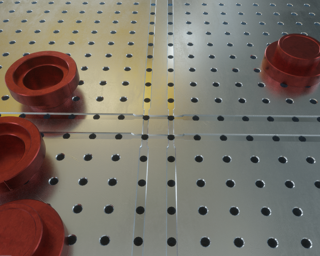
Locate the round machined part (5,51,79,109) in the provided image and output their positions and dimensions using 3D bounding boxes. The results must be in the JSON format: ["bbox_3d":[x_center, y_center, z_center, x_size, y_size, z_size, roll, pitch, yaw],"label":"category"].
[{"bbox_3d":[-0.167,-0.066,0.451,0.099,0.042,0.098,0,50,0],"label":"round machined part"}]

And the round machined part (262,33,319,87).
[{"bbox_3d":[0.218,-0.114,0.493,0.099,0.042,0.098,0,50,0],"label":"round machined part"}]

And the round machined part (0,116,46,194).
[{"bbox_3d":[-0.185,0.036,0.366,0.099,0.042,0.098,0,50,0],"label":"round machined part"}]

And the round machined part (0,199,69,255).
[{"bbox_3d":[-0.143,0.113,0.301,0.099,0.042,0.098,0,50,0],"label":"round machined part"}]
